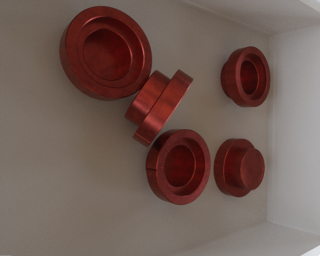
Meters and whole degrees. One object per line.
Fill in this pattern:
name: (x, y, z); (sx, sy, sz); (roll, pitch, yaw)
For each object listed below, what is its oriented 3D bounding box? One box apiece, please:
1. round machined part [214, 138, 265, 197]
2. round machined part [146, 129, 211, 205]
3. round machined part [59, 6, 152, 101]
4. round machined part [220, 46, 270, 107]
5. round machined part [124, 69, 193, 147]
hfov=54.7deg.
round machined part: (0.137, 0.066, 0.514); (0.099, 0.042, 0.097); (0, 90, -40)
round machined part: (0.020, 0.050, 0.415); (0.099, 0.042, 0.097); (0, 90, -40)
round machined part: (-0.061, -0.077, 0.340); (0.099, 0.042, 0.097); (4, 83, -34)
round machined part: (0.138, -0.083, 0.514); (0.099, 0.042, 0.097); (0, 90, -40)
round machined part: (-0.006, -0.029, 0.366); (0.042, 0.098, 0.098); (34, 66, -2)
